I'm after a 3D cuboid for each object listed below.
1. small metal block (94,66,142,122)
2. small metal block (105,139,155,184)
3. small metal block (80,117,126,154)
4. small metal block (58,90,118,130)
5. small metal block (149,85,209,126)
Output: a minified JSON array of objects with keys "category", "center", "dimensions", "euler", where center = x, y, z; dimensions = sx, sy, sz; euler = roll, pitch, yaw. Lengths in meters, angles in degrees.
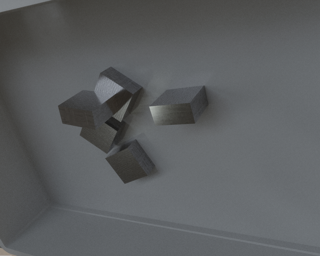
[{"category":"small metal block","center":[-0.058,-0.044,0.410],"dimensions":[0.050,0.025,0.050],"euler":[33,129,5]},{"category":"small metal block","center":[-0.045,0.051,0.462],"dimensions":[0.050,0.025,0.050],"euler":[-26,105,36]},{"category":"small metal block","center":[-0.084,0.002,0.452],"dimensions":[0.050,0.025,0.050],"euler":[34,129,5]},{"category":"small metal block","center":[-0.089,-0.024,0.391],"dimensions":[0.050,0.050,0.025],"euler":[10,123,23]},{"category":"small metal block","center":[0.023,-0.026,0.363],"dimensions":[0.050,0.050,0.025],"euler":[-3,117,29]}]
